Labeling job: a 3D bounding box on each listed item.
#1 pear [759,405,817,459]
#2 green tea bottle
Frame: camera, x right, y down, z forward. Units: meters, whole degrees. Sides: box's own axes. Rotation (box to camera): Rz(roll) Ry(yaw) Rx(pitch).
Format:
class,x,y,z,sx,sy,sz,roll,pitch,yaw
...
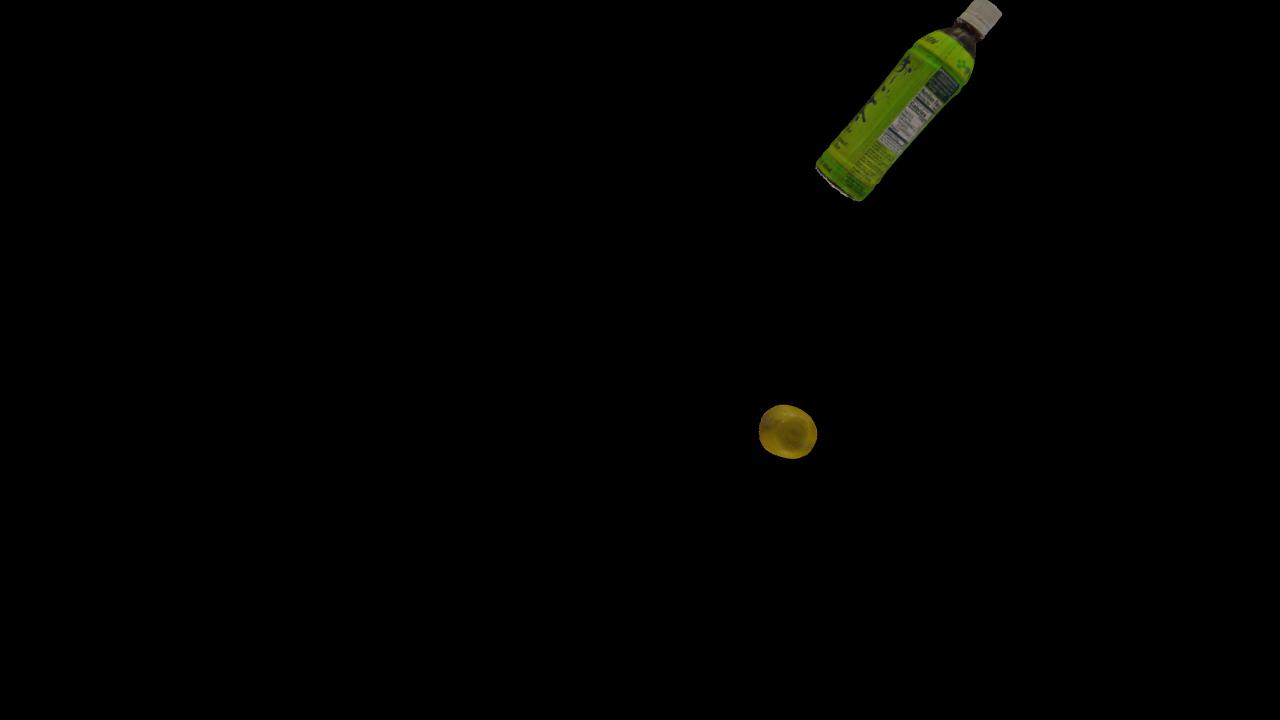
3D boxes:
class,x,y,z,sx,sy,sz,roll,pitch,yaw
pear,0.203,0.102,0.881,0.080,0.080,0.111,0,-5,-8
green tea bottle,0.279,-0.268,0.640,0.073,0.073,0.212,0,-41,-50
